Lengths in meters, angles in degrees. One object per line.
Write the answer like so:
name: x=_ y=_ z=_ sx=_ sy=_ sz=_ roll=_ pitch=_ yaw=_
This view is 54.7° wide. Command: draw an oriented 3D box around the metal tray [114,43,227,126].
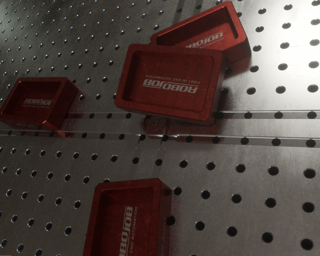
metal tray: x=0.013 y=-0.059 z=0.404 sx=0.130 sy=0.030 sz=0.090 roll=11 pitch=83 yaw=22

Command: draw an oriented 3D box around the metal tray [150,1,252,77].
metal tray: x=0.054 y=-0.121 z=0.449 sx=0.130 sy=0.030 sz=0.090 roll=-20 pitch=54 yaw=16

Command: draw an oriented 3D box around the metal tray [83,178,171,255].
metal tray: x=-0.038 y=0.125 z=0.346 sx=0.090 sy=0.030 sz=0.130 roll=-9 pitch=58 yaw=23

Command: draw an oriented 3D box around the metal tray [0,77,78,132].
metal tray: x=-0.216 y=-0.044 z=0.542 sx=0.130 sy=0.030 sz=0.090 roll=5 pitch=64 yaw=30
